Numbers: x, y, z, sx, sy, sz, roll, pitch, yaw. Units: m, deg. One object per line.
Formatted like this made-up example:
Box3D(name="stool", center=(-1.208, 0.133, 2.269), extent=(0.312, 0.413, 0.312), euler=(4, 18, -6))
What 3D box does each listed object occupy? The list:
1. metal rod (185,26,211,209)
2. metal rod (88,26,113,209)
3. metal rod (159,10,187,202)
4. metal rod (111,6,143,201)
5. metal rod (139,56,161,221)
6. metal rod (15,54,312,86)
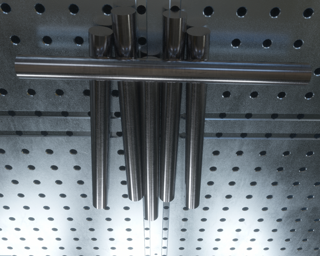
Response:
Box3D(name="metal rod", center=(0.047, 0.012, 0.422), extent=(0.025, 0.025, 0.298), euler=(-2, 130, 1))
Box3D(name="metal rod", center=(-0.081, 0.011, 0.419), extent=(0.025, 0.025, 0.298), euler=(5, 130, -5))
Box3D(name="metal rod", center=(0.013, -0.002, 0.411), extent=(0.025, 0.025, 0.298), euler=(0, 130, -1))
Box3D(name="metal rod", center=(-0.038, -0.004, 0.408), extent=(0.025, 0.025, 0.298), euler=(0, 130, 0))
Box3D(name="metal rod", center=(-0.013, 0.039, 0.444), extent=(0.025, 0.025, 0.298), euler=(0, 131, -1))
Box3D(name="metal rod", center=(0.005, -0.061, 0.327), extent=(0.302, 0.025, 0.025), euler=(1, 130, -2))
